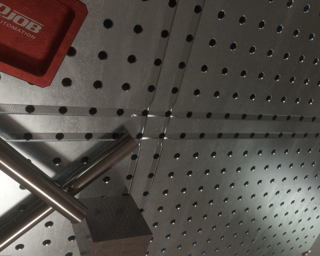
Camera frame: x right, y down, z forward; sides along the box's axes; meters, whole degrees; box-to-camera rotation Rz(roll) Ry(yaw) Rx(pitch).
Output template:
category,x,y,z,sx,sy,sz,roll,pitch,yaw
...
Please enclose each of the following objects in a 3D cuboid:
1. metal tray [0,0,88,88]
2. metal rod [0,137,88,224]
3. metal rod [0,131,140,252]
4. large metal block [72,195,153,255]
category,x,y,z,sx,sy,sz,roll,pitch,yaw
metal tray,-0.142,-0.101,0.268,0.131,0.030,0.090,22,106,-37
metal rod,-0.176,0.010,0.303,0.025,0.025,0.300,-39,124,-2
metal rod,-0.154,0.105,0.392,0.301,0.025,0.025,-37,130,-4
large metal block,-0.068,0.140,0.427,0.081,0.080,0.050,4,117,-31
